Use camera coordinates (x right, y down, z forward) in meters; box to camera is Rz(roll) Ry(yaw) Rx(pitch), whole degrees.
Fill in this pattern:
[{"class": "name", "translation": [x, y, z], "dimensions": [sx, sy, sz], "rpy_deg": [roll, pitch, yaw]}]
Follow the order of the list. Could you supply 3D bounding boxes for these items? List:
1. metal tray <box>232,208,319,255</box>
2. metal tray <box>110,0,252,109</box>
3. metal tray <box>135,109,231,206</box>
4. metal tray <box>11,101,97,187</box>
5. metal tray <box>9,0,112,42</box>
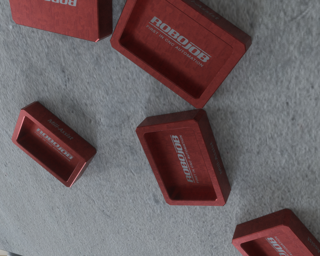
[{"class": "metal tray", "translation": [0.174, 0.177, 0.421], "dimensions": [0.130, 0.030, 0.090], "rpy_deg": [48, 128, -7]}, {"class": "metal tray", "translation": [0.019, -0.093, 0.335], "dimensions": [0.130, 0.030, 0.089], "rpy_deg": [36, 129, 3]}, {"class": "metal tray", "translation": [0.032, 0.044, 0.412], "dimensions": [0.090, 0.030, 0.129], "rpy_deg": [-8, 115, 31]}, {"class": "metal tray", "translation": [-0.177, 0.029, 0.512], "dimensions": [0.130, 0.030, 0.089], "rpy_deg": [39, 129, 1]}, {"class": "metal tray", "translation": [-0.121, -0.161, 0.366], "dimensions": [0.130, 0.030, 0.089], "rpy_deg": [17, 125, 18]}]
